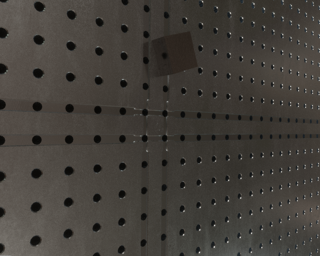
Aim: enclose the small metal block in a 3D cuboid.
[{"bbox_3d":[0.022,-0.103,0.429,0.050,0.025,0.050,-24,105,-38],"label":"small metal block"}]
